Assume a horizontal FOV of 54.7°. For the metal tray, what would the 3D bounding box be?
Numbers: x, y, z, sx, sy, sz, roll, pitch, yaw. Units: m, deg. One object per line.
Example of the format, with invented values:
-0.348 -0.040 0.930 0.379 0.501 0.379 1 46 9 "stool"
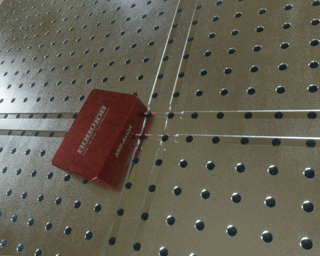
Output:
-0.086 0.009 0.443 0.090 0.030 0.130 12 68 33 "metal tray"
